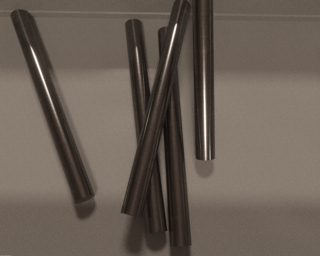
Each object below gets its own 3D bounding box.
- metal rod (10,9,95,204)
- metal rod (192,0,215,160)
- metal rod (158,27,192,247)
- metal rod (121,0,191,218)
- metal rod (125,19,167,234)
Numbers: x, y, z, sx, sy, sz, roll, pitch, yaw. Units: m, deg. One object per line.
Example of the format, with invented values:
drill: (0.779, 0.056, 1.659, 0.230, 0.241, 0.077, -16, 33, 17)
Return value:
metal rod: (-0.152, -0.042, 0.422, 0.025, 0.025, 0.299, -23, 72, -8)
metal rod: (0.053, -0.109, 0.377, 0.025, 0.025, 0.298, -2, 98, -1)
metal rod: (0.017, -0.003, 0.410, 0.025, 0.025, 0.299, -3, 70, -1)
metal rod: (0.000, -0.040, 0.396, 0.025, 0.025, 0.299, 12, 70, 4)
metal rod: (-0.022, -0.017, 0.415, 0.025, 0.025, 0.299, -6, 70, -3)
